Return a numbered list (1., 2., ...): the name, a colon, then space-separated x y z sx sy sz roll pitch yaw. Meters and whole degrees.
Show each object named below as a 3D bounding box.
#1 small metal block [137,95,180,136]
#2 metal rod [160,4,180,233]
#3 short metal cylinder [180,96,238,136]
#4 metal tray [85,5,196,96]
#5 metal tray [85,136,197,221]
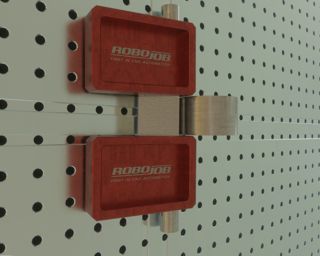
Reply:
1. small metal block: -0.003 -0.015 0.388 0.050 0.025 0.050 1 90 -9
2. metal rod: 0.013 -0.013 0.415 0.025 0.025 0.298 0 90 -40
3. short metal cylinder: 0.065 -0.016 0.424 0.081 0.080 0.050 0 90 -40
4. metal tray: -0.020 -0.085 0.366 0.131 0.030 0.089 0 90 -28
5. metal tray: -0.019 0.054 0.367 0.131 0.030 0.089 0 90 -28
